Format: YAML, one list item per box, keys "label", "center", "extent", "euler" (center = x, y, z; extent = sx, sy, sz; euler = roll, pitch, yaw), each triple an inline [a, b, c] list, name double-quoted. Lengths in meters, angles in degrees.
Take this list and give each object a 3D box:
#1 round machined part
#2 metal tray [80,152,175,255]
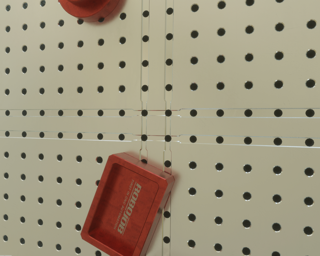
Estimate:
- label: "round machined part"
  center: [-0.106, -0.206, 0.440]
  extent: [0.098, 0.042, 0.097]
  euler: [0, 90, 19]
- label: "metal tray"
  center: [-0.046, 0.110, 0.424]
  extent: [0.090, 0.030, 0.129]
  euler: [23, 97, 18]
